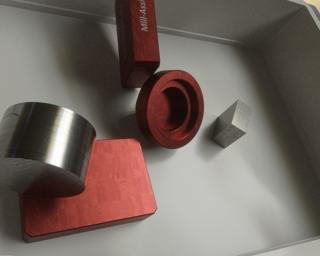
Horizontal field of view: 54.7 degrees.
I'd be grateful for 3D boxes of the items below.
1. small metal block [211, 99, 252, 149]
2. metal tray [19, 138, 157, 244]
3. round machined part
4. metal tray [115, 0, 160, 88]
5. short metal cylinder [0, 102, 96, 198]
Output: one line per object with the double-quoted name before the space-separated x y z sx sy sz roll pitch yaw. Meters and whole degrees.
"small metal block" 0.104 -0.005 0.451 0.025 0.050 0.050 32 51 -8
"metal tray" -0.076 0.060 0.326 0.131 0.030 0.090 -2 63 -30
"round machined part" 0.008 -0.025 0.396 0.099 0.042 0.097 -7 101 -40
"metal tray" -0.032 -0.126 0.399 0.030 0.090 0.129 -3 80 -17
"short metal cylinder" -0.100 0.022 0.265 0.081 0.080 0.050 17 55 -19
